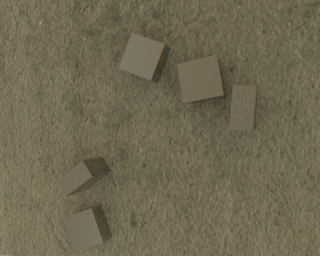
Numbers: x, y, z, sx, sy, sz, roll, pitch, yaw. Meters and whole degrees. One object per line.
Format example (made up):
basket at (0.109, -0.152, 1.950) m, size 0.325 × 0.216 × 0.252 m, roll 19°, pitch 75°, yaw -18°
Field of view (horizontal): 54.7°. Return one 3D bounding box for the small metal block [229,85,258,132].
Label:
small metal block at (0.099, -0.022, 0.361) m, size 0.025 × 0.050 × 0.050 m, roll 5°, pitch 92°, yaw 20°

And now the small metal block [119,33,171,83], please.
small metal block at (-0.020, -0.093, 0.415) m, size 0.050 × 0.025 × 0.050 m, roll 24°, pitch 98°, yaw 18°

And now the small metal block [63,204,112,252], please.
small metal block at (-0.104, 0.143, 0.444) m, size 0.050 × 0.025 × 0.050 m, roll -23°, pitch 83°, yaw 18°

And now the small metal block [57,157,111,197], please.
small metal block at (-0.105, 0.067, 0.431) m, size 0.050 × 0.050 × 0.025 m, roll -38°, pitch 78°, yaw 16°

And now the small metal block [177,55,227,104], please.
small metal block at (0.053, -0.060, 0.390) m, size 0.050 × 0.025 × 0.050 m, roll -10°, pitch 87°, yaw 19°
